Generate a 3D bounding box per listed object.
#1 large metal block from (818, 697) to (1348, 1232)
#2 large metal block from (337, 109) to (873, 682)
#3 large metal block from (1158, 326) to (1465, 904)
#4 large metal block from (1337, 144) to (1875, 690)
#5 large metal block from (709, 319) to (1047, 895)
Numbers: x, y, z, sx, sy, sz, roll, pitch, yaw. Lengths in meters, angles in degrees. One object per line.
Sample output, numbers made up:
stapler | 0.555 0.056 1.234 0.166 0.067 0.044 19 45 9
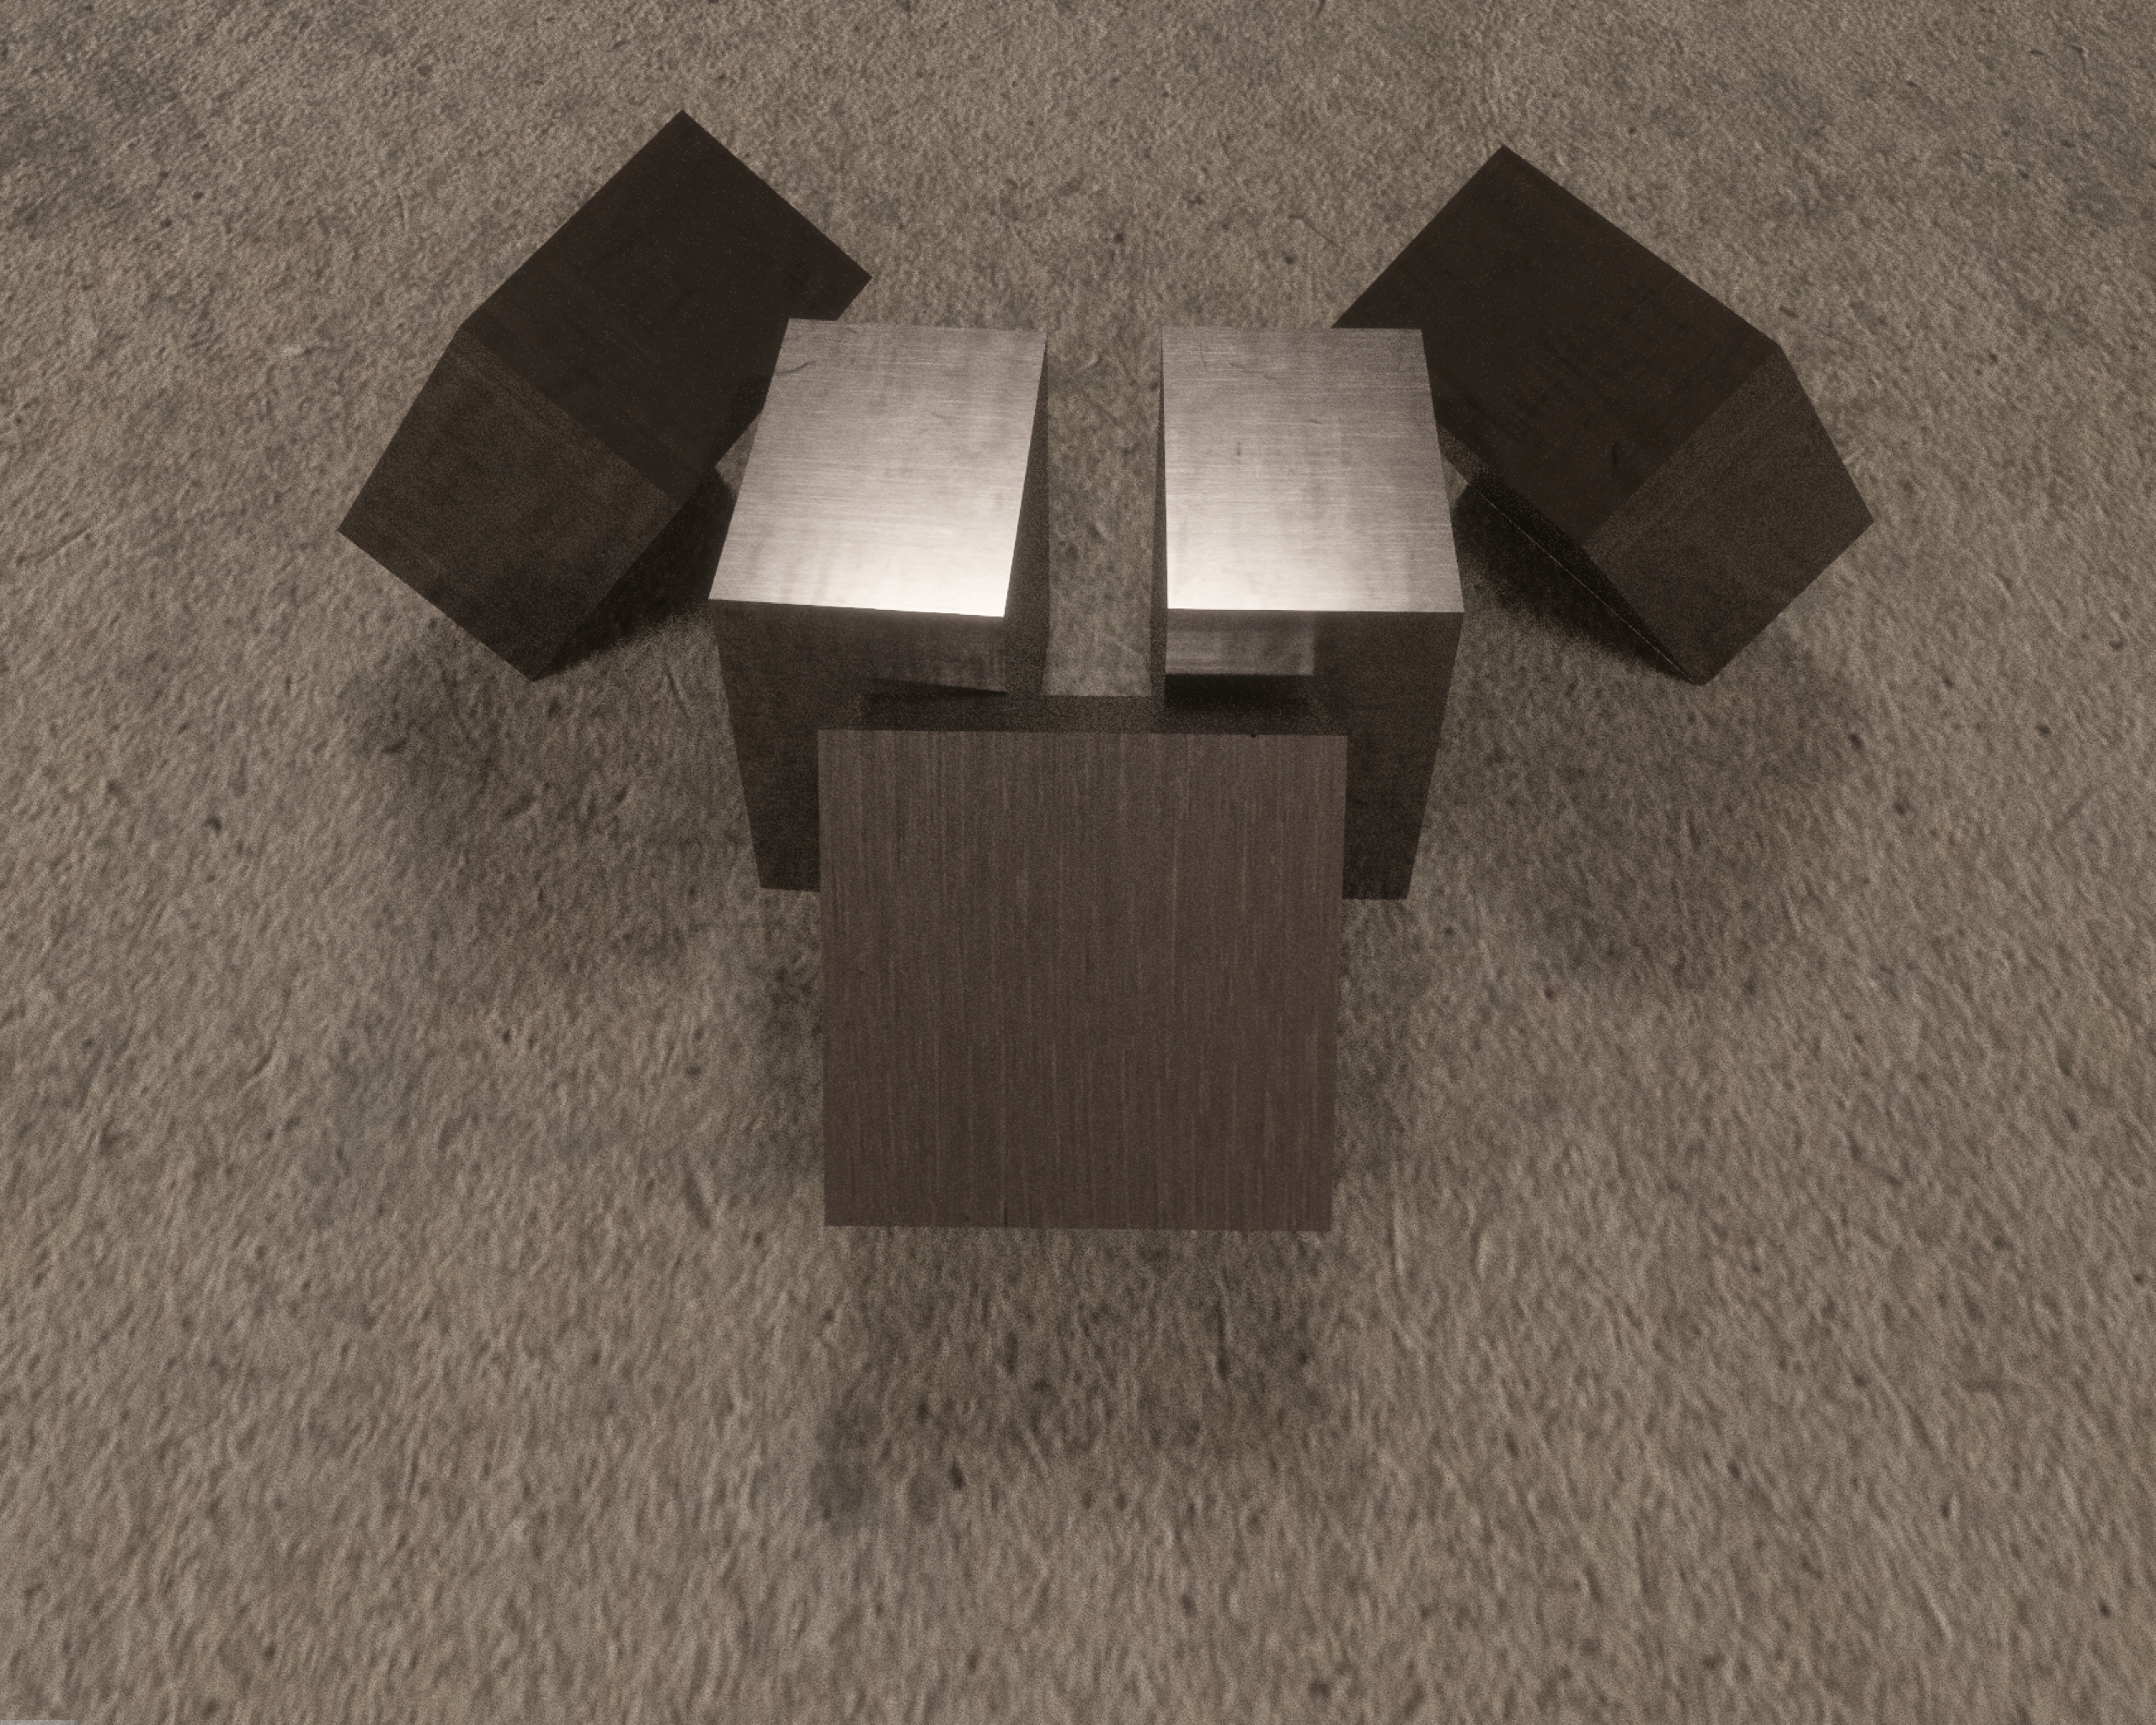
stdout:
large metal block | 0.001 0.014 0.349 0.081 0.079 0.050 1 11 0
large metal block | -0.099 -0.096 0.437 0.050 0.080 0.080 40 52 -15
large metal block | 0.041 -0.048 0.410 0.050 0.080 0.080 1 50 0
large metal block | 0.111 -0.092 0.440 0.050 0.080 0.080 -46 56 11
large metal block | -0.034 -0.048 0.409 0.050 0.080 0.080 4 50 3
